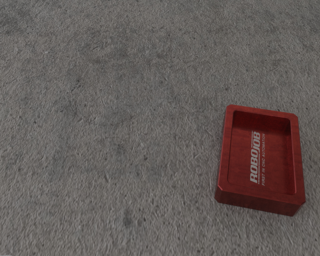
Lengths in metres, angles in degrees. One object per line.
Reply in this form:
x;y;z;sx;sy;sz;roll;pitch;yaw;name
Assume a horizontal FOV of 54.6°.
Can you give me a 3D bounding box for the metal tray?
0.119;0.033;0.373;0.090;0.030;0.130;9;51;8;metal tray
